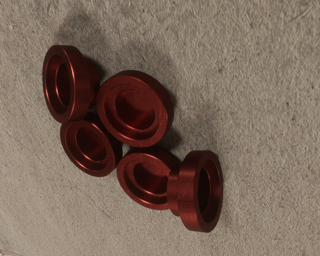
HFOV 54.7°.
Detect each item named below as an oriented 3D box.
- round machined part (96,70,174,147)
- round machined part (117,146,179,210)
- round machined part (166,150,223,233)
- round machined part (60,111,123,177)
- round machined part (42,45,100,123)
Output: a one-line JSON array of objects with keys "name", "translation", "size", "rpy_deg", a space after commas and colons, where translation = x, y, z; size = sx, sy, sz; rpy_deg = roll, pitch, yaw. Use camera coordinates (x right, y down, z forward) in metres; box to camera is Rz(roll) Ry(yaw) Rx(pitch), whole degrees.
[{"name": "round machined part", "translation": [-0.027, -0.027, 0.392], "size": [0.098, 0.042, 0.097], "rpy_deg": [13, 124, 20]}, {"name": "round machined part", "translation": [-0.008, 0.065, 0.439], "size": [0.098, 0.042, 0.097], "rpy_deg": [13, 124, 20]}, {"name": "round machined part", "translation": [0.042, 0.077, 0.384], "size": [0.042, 0.098, 0.097], "rpy_deg": [-3, 117, 30]}, {"name": "round machined part", "translation": [-0.094, 0.019, 0.452], "size": [0.098, 0.042, 0.097], "rpy_deg": [16, 124, 25]}, {"name": "round machined part", "translation": [-0.113, -0.057, 0.401], "size": [0.098, 0.042, 0.097], "rpy_deg": [12, 107, 48]}]
